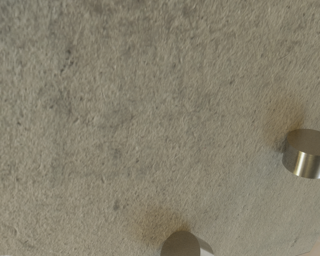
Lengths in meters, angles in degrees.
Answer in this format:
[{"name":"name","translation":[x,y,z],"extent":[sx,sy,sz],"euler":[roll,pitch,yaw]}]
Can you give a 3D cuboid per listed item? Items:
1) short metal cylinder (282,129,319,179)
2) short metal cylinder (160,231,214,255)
[{"name":"short metal cylinder","translation":[0.262,0.044,0.545],"extent":[0.081,0.080,0.050],"euler":[-16,125,-20]},{"name":"short metal cylinder","translation":[0.048,0.227,0.540],"extent":[0.080,0.080,0.050],"euler":[-45,130,3]}]
